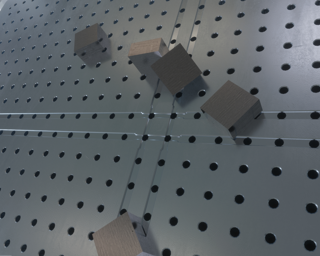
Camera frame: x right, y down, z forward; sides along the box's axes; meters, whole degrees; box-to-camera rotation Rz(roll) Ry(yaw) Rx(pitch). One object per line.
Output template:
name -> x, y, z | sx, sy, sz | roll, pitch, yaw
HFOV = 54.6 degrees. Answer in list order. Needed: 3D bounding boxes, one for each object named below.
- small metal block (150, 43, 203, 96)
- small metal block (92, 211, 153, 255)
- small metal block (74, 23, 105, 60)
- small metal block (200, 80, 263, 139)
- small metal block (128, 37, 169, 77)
small metal block -> 0.022, -0.080, 0.429 | 0.050, 0.025, 0.050 | -37, 96, 3
small metal block -> -0.043, 0.132, 0.351 | 0.050, 0.025, 0.050 | -34, 51, 5
small metal block -> -0.131, -0.161, 0.577 | 0.050, 0.025, 0.050 | -19, 54, 17
small metal block -> 0.087, -0.023, 0.378 | 0.050, 0.025, 0.050 | -44, 51, -3
small metal block -> -0.012, -0.104, 0.463 | 0.050, 0.050, 0.025 | -3, 60, 27
